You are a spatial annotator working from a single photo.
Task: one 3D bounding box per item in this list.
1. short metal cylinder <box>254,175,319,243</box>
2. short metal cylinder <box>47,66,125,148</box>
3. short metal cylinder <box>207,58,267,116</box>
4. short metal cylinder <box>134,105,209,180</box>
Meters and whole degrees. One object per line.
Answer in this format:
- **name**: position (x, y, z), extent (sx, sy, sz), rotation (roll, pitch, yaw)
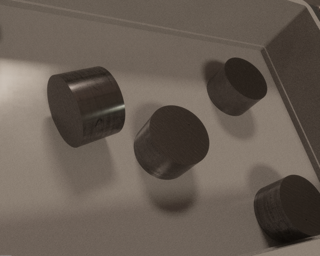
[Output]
- **short metal cylinder**: position (0.176, 0.110, 0.420), extent (0.081, 0.050, 0.080), rotation (14, 56, -21)
- **short metal cylinder**: position (-0.082, -0.024, 0.342), extent (0.050, 0.080, 0.080), rotation (-21, 74, -36)
- **short metal cylinder**: position (0.123, -0.066, 0.499), extent (0.081, 0.050, 0.080), rotation (14, 56, -21)
- **short metal cylinder**: position (0.014, 0.019, 0.387), extent (0.081, 0.050, 0.080), rotation (14, 56, -21)
